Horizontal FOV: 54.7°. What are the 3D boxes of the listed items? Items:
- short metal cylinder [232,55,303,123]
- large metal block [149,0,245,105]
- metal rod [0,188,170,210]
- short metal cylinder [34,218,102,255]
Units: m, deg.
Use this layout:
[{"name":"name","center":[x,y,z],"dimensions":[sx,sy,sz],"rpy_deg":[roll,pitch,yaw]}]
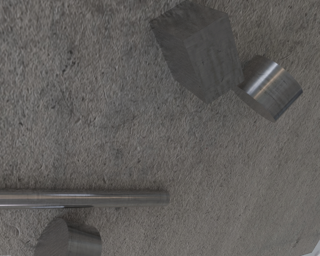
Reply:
[{"name":"short metal cylinder","center":[0.141,-0.052,0.416],"dimensions":[0.050,0.080,0.080],"rpy_deg":[-48,129,6]},{"name":"large metal block","center":[0.040,-0.085,0.341],"dimensions":[0.050,0.080,0.080],"rpy_deg":[-33,129,-7]},{"name":"metal rod","center":[-0.119,0.090,0.397],"dimensions":[0.302,0.025,0.025],"rpy_deg":[8,114,-32]},{"name":"short metal cylinder","center":[-0.122,0.164,0.406],"dimensions":[0.050,0.080,0.080],"rpy_deg":[31,101,-38]}]
